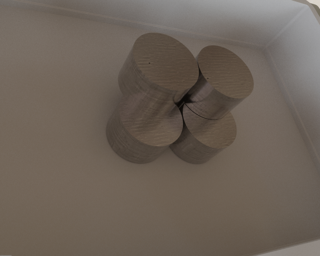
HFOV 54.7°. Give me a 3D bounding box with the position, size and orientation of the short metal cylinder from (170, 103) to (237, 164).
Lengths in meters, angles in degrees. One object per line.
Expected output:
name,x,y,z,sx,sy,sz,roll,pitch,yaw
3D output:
short metal cylinder,0.054,0.002,0.415,0.081,0.050,0.080,14,56,-21

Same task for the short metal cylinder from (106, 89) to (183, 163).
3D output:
short metal cylinder,-0.019,-0.003,0.379,0.081,0.050,0.080,14,56,-21

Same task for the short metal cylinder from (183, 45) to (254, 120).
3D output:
short metal cylinder,0.071,-0.058,0.395,0.081,0.050,0.080,14,56,-21

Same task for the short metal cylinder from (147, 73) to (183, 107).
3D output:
short metal cylinder,0.005,-0.062,0.428,0.081,0.050,0.080,14,56,-21

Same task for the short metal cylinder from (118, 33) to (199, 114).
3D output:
short metal cylinder,-0.002,-0.063,0.360,0.081,0.050,0.080,14,56,-21
